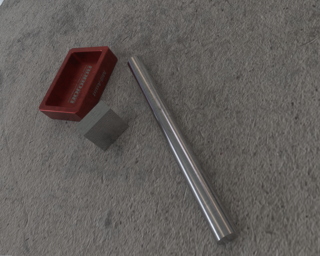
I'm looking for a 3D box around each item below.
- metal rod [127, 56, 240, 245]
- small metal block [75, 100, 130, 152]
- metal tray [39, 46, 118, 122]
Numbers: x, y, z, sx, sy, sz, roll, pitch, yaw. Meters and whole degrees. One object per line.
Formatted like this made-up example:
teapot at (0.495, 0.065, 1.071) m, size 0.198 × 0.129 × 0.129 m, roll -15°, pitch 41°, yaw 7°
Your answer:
metal rod at (0.014, 0.003, 0.394) m, size 0.025 × 0.025 × 0.300 m, roll -32°, pitch 52°, yaw 7°
small metal block at (-0.079, -0.002, 0.431) m, size 0.050 × 0.050 × 0.025 m, roll -47°, pitch 51°, yaw -4°
metal tray at (-0.135, -0.075, 0.517) m, size 0.090 × 0.030 × 0.130 m, roll 6°, pitch 64°, yaw 30°
